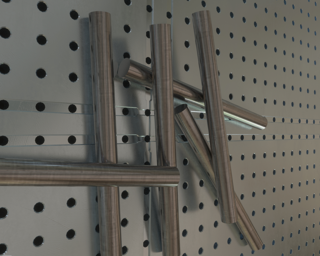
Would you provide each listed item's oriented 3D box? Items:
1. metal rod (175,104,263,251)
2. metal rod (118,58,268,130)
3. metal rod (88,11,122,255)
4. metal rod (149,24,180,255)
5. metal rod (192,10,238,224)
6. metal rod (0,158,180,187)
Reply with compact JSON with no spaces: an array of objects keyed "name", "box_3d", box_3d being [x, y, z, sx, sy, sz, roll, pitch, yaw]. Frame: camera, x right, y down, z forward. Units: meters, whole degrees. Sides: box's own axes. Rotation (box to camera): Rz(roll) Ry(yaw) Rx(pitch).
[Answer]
[{"name":"metal rod","box_3d":[0.099,0.090,0.490,0.025,0.025,0.299,-46,118,-30]},{"name":"metal rod","box_3d":[0.070,-0.040,0.466,0.302,0.025,0.025,16,80,-39]},{"name":"metal rod","box_3d":[-0.062,0.021,0.356,0.025,0.025,0.298,-4,93,-40]},{"name":"metal rod","box_3d":[0.008,0.025,0.393,0.025,0.025,0.298,-12,104,-39]},{"name":"metal rod","box_3d":[0.079,-0.010,0.439,0.025,0.025,0.298,-16,100,-39]},{"name":"metal rod","box_3d":[-0.109,0.043,0.294,0.302,0.025,0.025,7,85,-33]}]
